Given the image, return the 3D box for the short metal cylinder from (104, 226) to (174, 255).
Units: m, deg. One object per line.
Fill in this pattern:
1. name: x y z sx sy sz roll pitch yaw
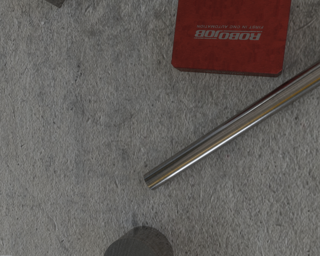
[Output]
1. short metal cylinder: -0.027 0.176 0.405 0.080 0.050 0.080 0 90 20

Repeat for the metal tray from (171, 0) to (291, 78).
1. metal tray: 0.084 -0.112 0.377 0.130 0.030 0.089 7 92 19

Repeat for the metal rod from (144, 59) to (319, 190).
1. metal rod: 0.104 -0.010 0.372 0.300 0.025 0.025 -35 79 16

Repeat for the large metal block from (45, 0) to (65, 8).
1. large metal block: -0.167 -0.240 0.455 0.080 0.050 0.080 42 103 15
